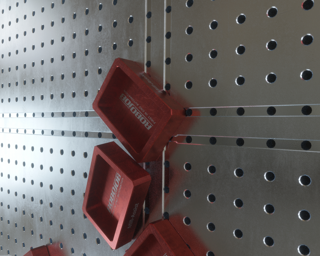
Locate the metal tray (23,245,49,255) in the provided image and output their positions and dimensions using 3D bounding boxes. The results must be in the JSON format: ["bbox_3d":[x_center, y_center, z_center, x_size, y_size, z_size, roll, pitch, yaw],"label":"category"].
[{"bbox_3d":[-0.255,0.300,0.612,0.129,0.030,0.090,-41,66,32],"label":"metal tray"}]

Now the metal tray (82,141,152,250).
[{"bbox_3d":[-0.066,0.096,0.441,0.090,0.030,0.129,38,124,33],"label":"metal tray"}]

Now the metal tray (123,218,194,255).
[{"bbox_3d":[-0.009,0.196,0.411,0.090,0.030,0.129,49,118,28],"label":"metal tray"}]

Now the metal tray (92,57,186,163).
[{"bbox_3d":[-0.035,-0.026,0.432,0.130,0.030,0.089,47,117,29],"label":"metal tray"}]
